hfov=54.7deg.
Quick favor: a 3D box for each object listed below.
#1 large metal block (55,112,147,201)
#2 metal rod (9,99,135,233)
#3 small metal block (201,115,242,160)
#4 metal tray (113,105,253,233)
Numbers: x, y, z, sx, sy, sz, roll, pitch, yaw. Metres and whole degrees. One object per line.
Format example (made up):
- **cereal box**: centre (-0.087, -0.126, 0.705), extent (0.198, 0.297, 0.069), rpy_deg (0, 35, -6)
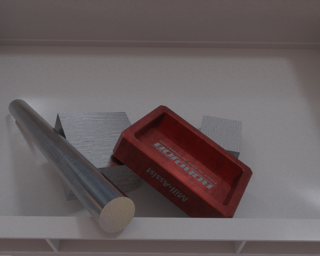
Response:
- **large metal block**: centre (-0.069, 0.028, 0.347), extent (0.081, 0.050, 0.080), rpy_deg (-3, 46, -33)
- **metal rod**: centre (-0.111, 0.014, 0.312), extent (0.025, 0.025, 0.300), rpy_deg (-31, 32, -24)
- **small metal block**: centre (0.076, 0.014, 0.394), extent (0.050, 0.025, 0.050), rpy_deg (10, 51, 7)
- **metal tray**: centre (0.027, 0.037, 0.330), extent (0.130, 0.030, 0.090), rpy_deg (37, 36, 10)
